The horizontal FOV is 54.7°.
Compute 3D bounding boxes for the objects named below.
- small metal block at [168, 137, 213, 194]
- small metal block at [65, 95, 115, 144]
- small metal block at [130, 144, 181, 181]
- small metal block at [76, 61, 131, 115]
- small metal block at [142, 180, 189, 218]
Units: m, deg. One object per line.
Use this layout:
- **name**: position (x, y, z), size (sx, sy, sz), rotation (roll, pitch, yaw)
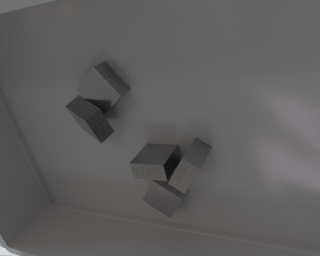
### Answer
- **small metal block**: position (0.040, 0.048, 0.402), size (0.025, 0.050, 0.050), rotation (31, 128, 8)
- **small metal block**: position (-0.097, -0.012, 0.430), size (0.050, 0.025, 0.050), rotation (31, 158, 35)
- **small metal block**: position (-0.005, 0.045, 0.423), size (0.050, 0.050, 0.025), rotation (0, 119, 28)
- **small metal block**: position (-0.076, -0.052, 0.417), size (0.050, 0.025, 0.050), rotation (47, 129, -5)
- **small metal block**: position (0.008, 0.100, 0.467), size (0.050, 0.025, 0.050), rotation (31, 129, 7)
